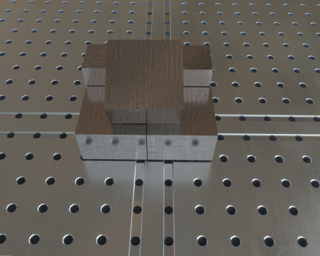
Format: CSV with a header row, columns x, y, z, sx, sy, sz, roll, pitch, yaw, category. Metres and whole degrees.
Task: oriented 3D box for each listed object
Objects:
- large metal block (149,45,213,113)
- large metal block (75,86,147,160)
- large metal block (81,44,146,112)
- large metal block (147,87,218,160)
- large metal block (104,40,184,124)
x,y,z,sx,sy,sz,roll,pitch,yaw,category
0.025,-0.066,0.426,0.081,0.080,0.050,1,50,0,large metal block
-0.056,-0.007,0.394,0.081,0.050,0.080,1,50,0,large metal block
-0.056,-0.067,0.426,0.081,0.080,0.050,1,50,0,large metal block
0.026,-0.006,0.394,0.081,0.050,0.080,1,50,0,large metal block
-0.016,-0.050,0.347,0.081,0.050,0.080,0,74,-1,large metal block
